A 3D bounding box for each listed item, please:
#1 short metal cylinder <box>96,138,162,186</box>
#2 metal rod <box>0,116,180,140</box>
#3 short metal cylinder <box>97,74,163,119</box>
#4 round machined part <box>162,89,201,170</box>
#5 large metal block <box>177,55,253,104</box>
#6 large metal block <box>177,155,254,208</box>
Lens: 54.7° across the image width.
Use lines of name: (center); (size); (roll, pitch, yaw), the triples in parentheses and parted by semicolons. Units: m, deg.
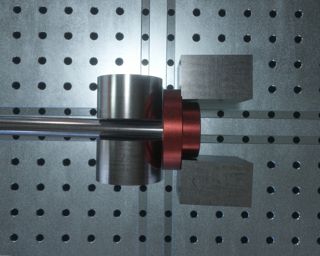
short metal cylinder: (-0.038, 0.039, 0.385); (0.081, 0.080, 0.050); (1, 91, 0)
metal rod: (-0.120, -0.001, 0.401); (0.302, 0.025, 0.025); (2, 90, 4)
short metal cylinder: (-0.037, -0.036, 0.385); (0.081, 0.080, 0.050); (1, 91, 0)
round machined part: (0.025, 0.002, 0.376); (0.042, 0.098, 0.097); (1, 90, 0)
large metal block: (0.064, -0.058, 0.387); (0.081, 0.080, 0.050); (0, 90, 0)
large metal block: (0.064, 0.062, 0.387); (0.080, 0.080, 0.050); (3, 90, 0)
